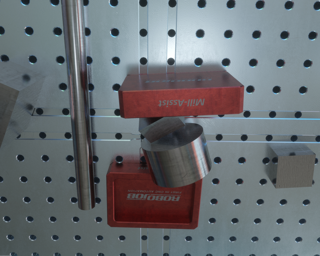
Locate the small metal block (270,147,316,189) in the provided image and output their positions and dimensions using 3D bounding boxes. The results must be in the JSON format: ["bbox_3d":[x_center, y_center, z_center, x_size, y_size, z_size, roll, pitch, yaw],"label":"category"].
[{"bbox_3d":[0.185,0.056,0.435,0.050,0.025,0.050,-3,110,1],"label":"small metal block"}]

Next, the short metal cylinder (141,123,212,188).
[{"bbox_3d":[0.021,0.033,0.396,0.080,0.080,0.050,-15,110,5],"label":"short metal cylinder"}]

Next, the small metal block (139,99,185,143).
[{"bbox_3d":[0.002,-0.016,0.387,0.050,0.050,0.025,-28,125,21],"label":"small metal block"}]

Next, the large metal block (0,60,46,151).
[{"bbox_3d":[-0.188,-0.029,0.372,0.050,0.080,0.080,24,108,-9],"label":"large metal block"}]

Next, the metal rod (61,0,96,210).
[{"bbox_3d":[-0.104,-0.027,0.402,0.025,0.025,0.298,1,110,-1],"label":"metal rod"}]

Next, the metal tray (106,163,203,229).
[{"bbox_3d":[-0.009,0.099,0.446,0.131,0.030,0.089,2,110,-1],"label":"metal tray"}]

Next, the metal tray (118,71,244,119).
[{"bbox_3d":[0.022,-0.041,0.363,0.131,0.090,0.030,-2,110,0],"label":"metal tray"}]
